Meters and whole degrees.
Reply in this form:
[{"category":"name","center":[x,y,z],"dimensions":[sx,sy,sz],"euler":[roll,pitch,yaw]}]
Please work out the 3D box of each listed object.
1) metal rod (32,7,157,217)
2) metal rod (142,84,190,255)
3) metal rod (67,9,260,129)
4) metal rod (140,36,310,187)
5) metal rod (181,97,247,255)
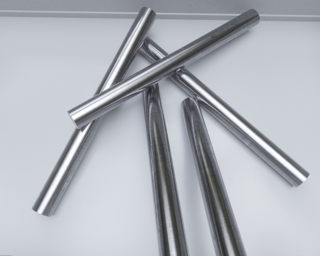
[{"category":"metal rod","center":[-0.079,-0.031,0.404],"dimensions":[0.025,0.025,0.299],"euler":[24,77,8]},{"category":"metal rod","center":[0.002,0.042,0.325],"dimensions":[0.025,0.025,0.300],"euler":[-6,43,-3]},{"category":"metal rod","center":[0.017,-0.087,0.413],"dimensions":[0.302,0.025,0.025],"euler":[-33,74,-18]},{"category":"metal rod","center":[0.072,-0.034,0.422],"dimensions":[0.300,0.025,0.025],"euler":[43,75,14]},{"category":"metal rod","center":[0.054,0.064,0.309],"dimensions":[0.025,0.025,0.300],"euler":[-5,40,-2]}]
